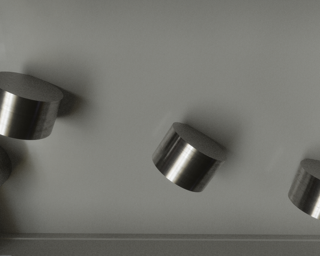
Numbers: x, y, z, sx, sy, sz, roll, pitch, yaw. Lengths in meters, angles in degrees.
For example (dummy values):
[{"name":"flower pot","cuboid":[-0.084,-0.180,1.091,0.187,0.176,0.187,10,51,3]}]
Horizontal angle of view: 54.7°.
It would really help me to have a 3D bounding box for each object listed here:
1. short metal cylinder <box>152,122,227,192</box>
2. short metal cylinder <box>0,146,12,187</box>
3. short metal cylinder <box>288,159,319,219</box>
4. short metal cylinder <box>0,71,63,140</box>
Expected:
[{"name":"short metal cylinder","cuboid":[0.037,0.036,0.396,0.080,0.080,0.050,29,107,-11]},{"name":"short metal cylinder","cuboid":[-0.252,0.059,0.416,0.081,0.050,0.079,0,110,-1]},{"name":"short metal cylinder","cuboid":[0.222,0.083,0.416,0.081,0.080,0.050,11,110,-4]},{"name":"short metal cylinder","cuboid":[-0.163,-0.028,0.370,0.080,0.080,0.050,21,109,-8]}]
